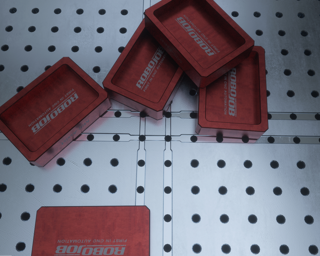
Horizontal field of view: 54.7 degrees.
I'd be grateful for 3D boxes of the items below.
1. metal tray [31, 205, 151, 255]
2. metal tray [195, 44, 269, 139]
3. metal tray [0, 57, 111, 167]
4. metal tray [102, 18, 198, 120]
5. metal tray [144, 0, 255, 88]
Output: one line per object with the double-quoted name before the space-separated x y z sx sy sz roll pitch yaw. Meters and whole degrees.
"metal tray" -0.077 0.137 0.358 0.131 0.030 0.090 0 70 -1
"metal tray" 0.098 -0.053 0.429 0.091 0.030 0.130 4 70 1
"metal tray" -0.143 -0.024 0.416 0.090 0.030 0.130 42 75 13
"metal tray" -0.010 -0.087 0.440 0.090 0.030 0.130 25 72 8
"metal tray" 0.051 -0.129 0.424 0.090 0.030 0.130 -35 74 -12
